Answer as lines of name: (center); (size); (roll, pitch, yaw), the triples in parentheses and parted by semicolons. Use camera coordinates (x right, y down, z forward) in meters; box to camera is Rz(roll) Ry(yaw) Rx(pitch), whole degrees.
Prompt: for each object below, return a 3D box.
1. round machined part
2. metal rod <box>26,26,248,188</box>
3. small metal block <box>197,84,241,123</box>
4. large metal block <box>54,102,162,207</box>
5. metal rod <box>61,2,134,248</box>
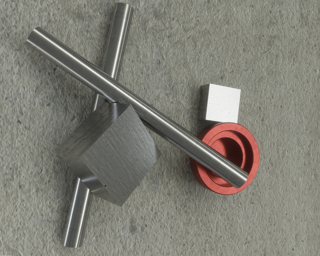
round machined part: (0.086, 0.041, 0.433); (0.099, 0.042, 0.097); (0, 90, -21)
metal rod: (-0.018, -0.018, 0.369); (0.301, 0.025, 0.025); (35, 79, -10)
small metal block: (0.084, -0.033, 0.442); (0.050, 0.025, 0.050); (8, 88, -20)
large metal block: (-0.055, 0.028, 0.352); (0.080, 0.050, 0.080); (-51, 128, -29)
metal rod: (-0.075, -0.007, 0.381); (0.025, 0.025, 0.298); (13, 86, -20)
